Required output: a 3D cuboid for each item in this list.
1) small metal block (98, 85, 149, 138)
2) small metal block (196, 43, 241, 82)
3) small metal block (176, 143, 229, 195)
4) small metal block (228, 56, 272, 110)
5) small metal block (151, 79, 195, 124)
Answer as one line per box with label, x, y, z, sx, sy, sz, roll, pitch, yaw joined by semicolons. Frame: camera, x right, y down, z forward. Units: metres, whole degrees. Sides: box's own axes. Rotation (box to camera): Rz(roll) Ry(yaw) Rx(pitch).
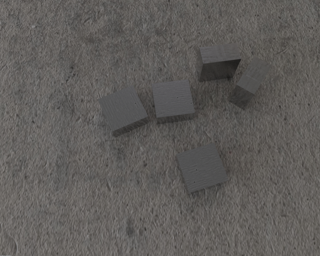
small metal block;-0.049;-0.022;0.416;0.050;0.025;0.050;-24;72;-9
small metal block;0.079;-0.089;0.428;0.050;0.050;0.025;-8;71;-3
small metal block;0.051;0.052;0.389;0.050;0.025;0.050;-16;71;-6
small metal block;0.120;-0.059;0.417;0.025;0.050;0.050;32;73;11
small metal block;0.017;-0.035;0.421;0.050;0.025;0.050;-8;70;-3
